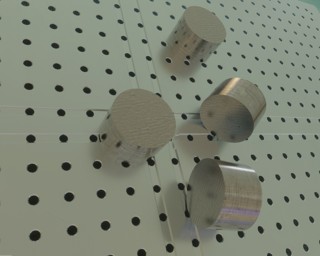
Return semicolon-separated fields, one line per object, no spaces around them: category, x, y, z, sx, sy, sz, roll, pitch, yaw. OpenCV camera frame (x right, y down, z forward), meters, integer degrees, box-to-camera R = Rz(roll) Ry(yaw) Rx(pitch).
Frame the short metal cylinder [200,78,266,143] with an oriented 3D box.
short metal cylinder;0.105;-0.025;0.447;0.080;0.080;0.050;43;51;1

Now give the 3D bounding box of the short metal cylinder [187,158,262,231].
short metal cylinder;0.073;0.079;0.366;0.050;0.080;0.080;12;57;-22

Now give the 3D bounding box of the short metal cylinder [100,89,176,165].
short metal cylinder;-0.028;-0.001;0.379;0.081;0.050;0.080;14;56;-21

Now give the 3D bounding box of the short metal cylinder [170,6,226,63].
short metal cylinder;0.064;-0.159;0.526;0.081;0.050;0.080;14;56;-21
